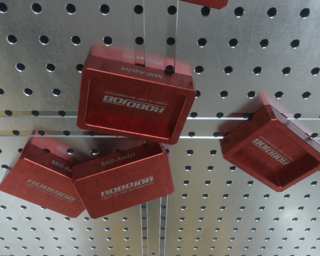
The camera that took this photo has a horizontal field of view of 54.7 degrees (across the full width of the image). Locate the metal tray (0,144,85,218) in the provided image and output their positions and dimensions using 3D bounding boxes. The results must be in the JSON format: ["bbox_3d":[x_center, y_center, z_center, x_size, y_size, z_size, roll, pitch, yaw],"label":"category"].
[{"bbox_3d":[-0.166,0.086,0.480,0.131,0.030,0.090,31,124,-24],"label":"metal tray"}]

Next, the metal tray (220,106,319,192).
[{"bbox_3d":[0.162,0.035,0.440,0.131,0.030,0.090,32,123,-25],"label":"metal tray"}]

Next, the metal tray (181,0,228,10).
[{"bbox_3d":[0.032,-0.176,0.259,0.091,0.030,0.129,10,130,-9],"label":"metal tray"}]

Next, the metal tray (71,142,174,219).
[{"bbox_3d":[-0.050,0.076,0.450,0.131,0.030,0.089,-17,130,-7],"label":"metal tray"}]

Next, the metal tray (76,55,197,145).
[{"bbox_3d":[-0.031,-0.030,0.382,0.131,0.030,0.089,10,129,-10],"label":"metal tray"}]
